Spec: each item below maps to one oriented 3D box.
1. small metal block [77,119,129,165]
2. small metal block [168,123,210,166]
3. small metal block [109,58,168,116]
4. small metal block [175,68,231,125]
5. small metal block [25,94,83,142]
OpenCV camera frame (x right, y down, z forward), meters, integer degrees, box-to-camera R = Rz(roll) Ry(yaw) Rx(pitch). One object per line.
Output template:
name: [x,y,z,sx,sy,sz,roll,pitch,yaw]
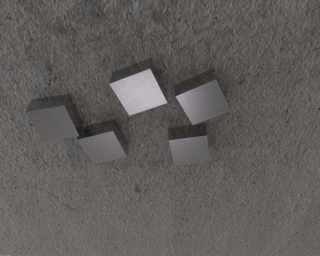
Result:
small metal block: [-0.076,0.019,0.423,0.050,0.025,0.050,-14,129,11]
small metal block: [0.041,0.023,0.427,0.050,0.025,0.050,-8,130,6]
small metal block: [-0.024,-0.048,0.366,0.050,0.025,0.050,-18,128,14]
small metal block: [0.052,-0.037,0.376,0.050,0.025,0.050,-22,127,17]
small metal block: [-0.133,-0.012,0.395,0.050,0.025,0.050,-9,130,7]
